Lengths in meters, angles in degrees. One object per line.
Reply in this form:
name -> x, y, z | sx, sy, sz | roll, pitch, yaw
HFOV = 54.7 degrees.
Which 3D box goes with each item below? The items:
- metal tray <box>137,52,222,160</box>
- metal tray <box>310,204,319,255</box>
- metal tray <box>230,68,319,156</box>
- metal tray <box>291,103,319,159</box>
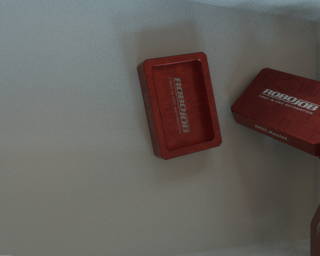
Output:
metal tray -> 0.027, -0.031, 0.417 | 0.091, 0.030, 0.129 | -13, 94, -20
metal tray -> 0.221, 0.106, 0.378 | 0.030, 0.090, 0.129 | 17, 121, 18
metal tray -> 0.175, -0.028, 0.421 | 0.090, 0.130, 0.030 | -49, 137, -13
metal tray -> 0.237, -0.010, 0.448 | 0.091, 0.130, 0.030 | -2, 132, -20
